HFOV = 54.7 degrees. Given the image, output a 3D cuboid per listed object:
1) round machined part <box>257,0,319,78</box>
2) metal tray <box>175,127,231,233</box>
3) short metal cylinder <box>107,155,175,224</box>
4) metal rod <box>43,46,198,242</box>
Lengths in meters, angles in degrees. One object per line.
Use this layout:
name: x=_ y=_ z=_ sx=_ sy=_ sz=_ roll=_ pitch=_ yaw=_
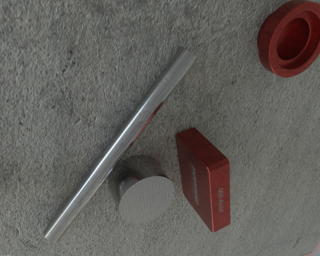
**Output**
round machined part: x=0.171 y=-0.121 z=0.415 sx=0.099 sy=0.042 sz=0.097 roll=-14 pitch=124 yaw=-21
metal tray: x=0.062 y=0.075 z=0.444 sx=0.030 sy=0.090 sz=0.129 roll=-21 pitch=127 yaw=-16
short metal cylinder: x=-0.026 y=0.084 z=0.429 sx=0.081 sy=0.050 sz=0.079 roll=-14 pitch=124 yaw=-21
metal rod: x=-0.055 y=0.027 z=0.393 sx=0.025 sy=0.025 sz=0.299 roll=31 pitch=101 yaw=-38
